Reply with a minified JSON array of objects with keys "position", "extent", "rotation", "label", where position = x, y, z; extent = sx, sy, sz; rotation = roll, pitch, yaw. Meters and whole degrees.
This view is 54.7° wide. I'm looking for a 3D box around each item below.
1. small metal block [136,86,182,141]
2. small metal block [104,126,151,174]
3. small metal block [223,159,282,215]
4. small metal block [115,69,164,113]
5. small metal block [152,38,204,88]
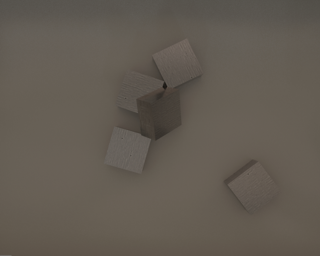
[{"position":[0.000,-0.019,0.389],"extent":[0.050,0.025,0.050],"rotation":[-30,126,-39],"label":"small metal block"},{"position":[-0.041,0.028,0.411],"extent":[0.050,0.025,0.050],"rotation":[16,90,0],"label":"small metal block"},{"position":[0.122,0.078,0.412],"extent":[0.050,0.025,0.050],"rotation":[-37,90,0],"label":"small metal block"},{"position":[-0.026,-0.045,0.411],"extent":[0.050,0.025,0.050],"rotation":[19,90,0],"label":"small metal block"},{"position":[0.023,-0.082,0.411],"extent":[0.050,0.025,0.050],"rotation":[-26,90,0],"label":"small metal block"}]
